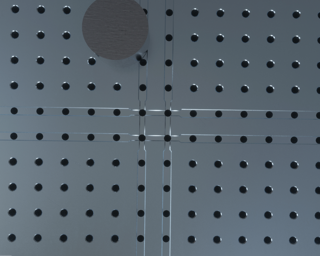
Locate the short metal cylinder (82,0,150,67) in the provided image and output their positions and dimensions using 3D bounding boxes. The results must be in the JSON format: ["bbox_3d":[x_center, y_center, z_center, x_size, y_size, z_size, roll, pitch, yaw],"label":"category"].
[{"bbox_3d":[-0.054,-0.122,0.400,0.081,0.050,0.079,0,90,-1],"label":"short metal cylinder"}]
